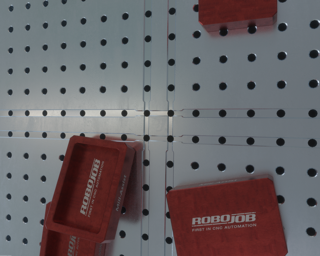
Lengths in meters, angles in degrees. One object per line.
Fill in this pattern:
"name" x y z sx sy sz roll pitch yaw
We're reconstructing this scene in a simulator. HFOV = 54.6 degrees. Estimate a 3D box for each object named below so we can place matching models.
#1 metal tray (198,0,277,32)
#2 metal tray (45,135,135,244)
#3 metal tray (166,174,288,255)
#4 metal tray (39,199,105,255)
"metal tray" 0.094 -0.190 0.377 0.090 0.030 0.129 0 90 20
"metal tray" -0.094 0.080 0.423 0.090 0.030 0.130 7 75 19
"metal tray" 0.080 0.112 0.382 0.130 0.030 0.090 -12 86 19
"metal tray" -0.129 0.178 0.456 0.090 0.030 0.129 10 93 19
